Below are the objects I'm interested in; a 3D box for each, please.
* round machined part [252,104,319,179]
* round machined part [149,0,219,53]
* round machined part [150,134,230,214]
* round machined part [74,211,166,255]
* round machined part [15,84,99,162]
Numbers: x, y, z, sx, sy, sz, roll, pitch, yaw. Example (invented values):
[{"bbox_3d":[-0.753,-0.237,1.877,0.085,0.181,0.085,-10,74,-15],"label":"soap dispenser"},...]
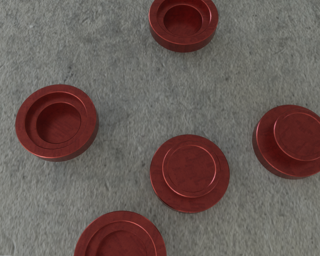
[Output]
[{"bbox_3d":[0.173,0.014,0.396,0.099,0.042,0.098,0,70,-1],"label":"round machined part"},{"bbox_3d":[0.033,-0.152,0.455,0.099,0.042,0.098,0,70,-1],"label":"round machined part"},{"bbox_3d":[0.037,0.054,0.380,0.099,0.042,0.098,0,70,-1],"label":"round machined part"},{"bbox_3d":[-0.042,0.144,0.346,0.099,0.042,0.098,0,70,-1],"label":"round machined part"},{"bbox_3d":[-0.128,-0.004,0.399,0.099,0.042,0.098,0,70,-1],"label":"round machined part"}]
